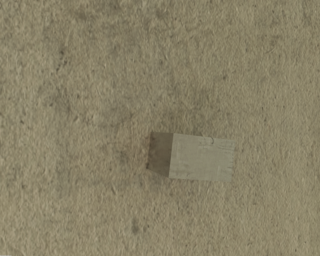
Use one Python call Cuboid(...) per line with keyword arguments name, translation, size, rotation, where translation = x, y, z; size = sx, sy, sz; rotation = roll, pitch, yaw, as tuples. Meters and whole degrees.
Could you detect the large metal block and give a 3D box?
Cuboid(name="large metal block", translation=(0.036, 0.035, 0.393), size=(0.081, 0.080, 0.050), rotation=(7, 88, -20))
